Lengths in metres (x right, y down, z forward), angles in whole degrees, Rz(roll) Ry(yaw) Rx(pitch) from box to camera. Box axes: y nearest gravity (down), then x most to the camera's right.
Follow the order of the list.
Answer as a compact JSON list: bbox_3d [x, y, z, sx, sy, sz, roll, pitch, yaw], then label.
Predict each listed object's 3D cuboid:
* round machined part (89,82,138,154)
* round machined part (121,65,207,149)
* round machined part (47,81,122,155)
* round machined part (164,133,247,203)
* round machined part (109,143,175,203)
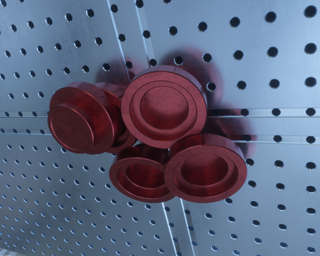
[{"bbox_3d":[-0.065,-0.017,0.422,0.098,0.042,0.097,13,124,20],"label":"round machined part"},{"bbox_3d":[0.006,-0.027,0.367,0.099,0.042,0.097,4,119,7],"label":"round machined part"},{"bbox_3d":[-0.102,-0.006,0.393,0.098,0.042,0.097,13,124,20],"label":"round machined part"},{"bbox_3d":[0.054,0.045,0.383,0.099,0.042,0.097,1,127,1],"label":"round machined part"},{"bbox_3d":[-0.018,0.059,0.433,0.099,0.042,0.097,7,133,8],"label":"round machined part"}]
